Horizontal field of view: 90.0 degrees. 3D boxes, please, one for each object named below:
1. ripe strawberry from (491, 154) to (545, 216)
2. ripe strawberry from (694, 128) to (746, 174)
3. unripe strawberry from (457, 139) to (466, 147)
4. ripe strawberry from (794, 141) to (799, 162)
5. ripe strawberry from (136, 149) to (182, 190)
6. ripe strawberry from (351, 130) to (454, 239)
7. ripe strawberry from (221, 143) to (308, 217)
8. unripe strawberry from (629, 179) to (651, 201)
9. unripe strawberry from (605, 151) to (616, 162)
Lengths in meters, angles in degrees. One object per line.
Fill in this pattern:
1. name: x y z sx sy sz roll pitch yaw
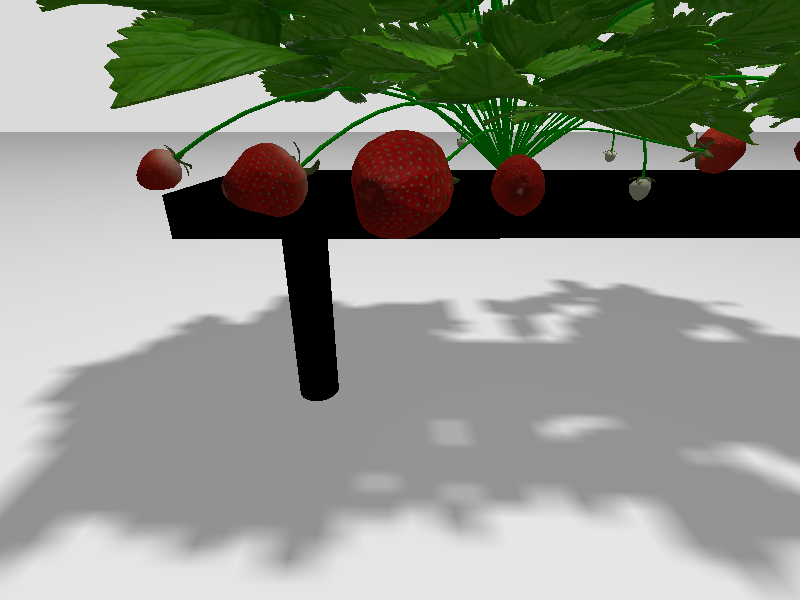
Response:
1. ripe strawberry: 0.057 -0.055 0.193 0.025 0.029 0.027 5 25 11
2. ripe strawberry: 0.296 -0.138 0.367 0.043 0.042 0.040 -4 24 -11
3. unripe strawberry: 0.075 -0.190 0.487 0.011 0.011 0.011 -2 24 -5
4. ripe strawberry: 0.416 -0.149 0.394 0.042 0.041 0.039 13 27 27
5. ripe strawberry: -0.160 -0.085 0.265 0.029 0.025 0.029 -35 29 -1
6. ripe strawberry: -0.001 -0.044 0.157 0.040 0.043 0.043 11 27 23
7. ripe strawberry: -0.064 -0.056 0.188 0.038 0.032 0.038 22 38 40
8. unripe strawberry: 0.125 -0.058 0.209 0.011 0.011 0.010 -6 25 -13
9. unripe strawberry: 0.225 -0.154 0.429 0.010 0.011 0.012 -17 29 -34
